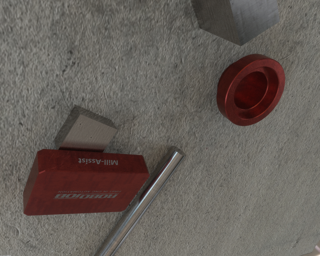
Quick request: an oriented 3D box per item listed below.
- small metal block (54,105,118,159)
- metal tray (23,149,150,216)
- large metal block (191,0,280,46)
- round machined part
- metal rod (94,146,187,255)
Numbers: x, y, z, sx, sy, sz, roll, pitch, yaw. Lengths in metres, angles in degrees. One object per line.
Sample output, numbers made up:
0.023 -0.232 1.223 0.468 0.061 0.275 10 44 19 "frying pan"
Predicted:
-0.087 0.008 0.364 0.050 0.025 0.050 26 104 -37 "small metal block"
-0.090 0.069 0.380 0.131 0.030 0.089 7 133 -32 "metal tray"
0.071 -0.143 0.322 0.050 0.080 0.080 -34 129 -6 "large metal block"
0.119 -0.055 0.427 0.099 0.042 0.097 -14 124 -21 "round machined part"
-0.056 0.153 0.471 0.025 0.025 0.299 26 104 -37 "metal rod"
